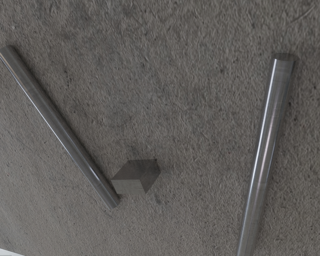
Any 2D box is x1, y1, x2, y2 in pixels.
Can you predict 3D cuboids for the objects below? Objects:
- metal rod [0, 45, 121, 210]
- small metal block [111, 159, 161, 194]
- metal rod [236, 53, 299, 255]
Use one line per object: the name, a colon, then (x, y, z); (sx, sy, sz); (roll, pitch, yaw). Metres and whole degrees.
metal rod: (-0.153, 0.007, 0.492); (0.025, 0.025, 0.299); (-21, 107, 36)
small metal block: (-0.034, 0.071, 0.453); (0.050, 0.050, 0.025); (-6, 115, 31)
metal rod: (0.123, 0.058, 0.378); (0.025, 0.025, 0.298); (13, 124, 21)
